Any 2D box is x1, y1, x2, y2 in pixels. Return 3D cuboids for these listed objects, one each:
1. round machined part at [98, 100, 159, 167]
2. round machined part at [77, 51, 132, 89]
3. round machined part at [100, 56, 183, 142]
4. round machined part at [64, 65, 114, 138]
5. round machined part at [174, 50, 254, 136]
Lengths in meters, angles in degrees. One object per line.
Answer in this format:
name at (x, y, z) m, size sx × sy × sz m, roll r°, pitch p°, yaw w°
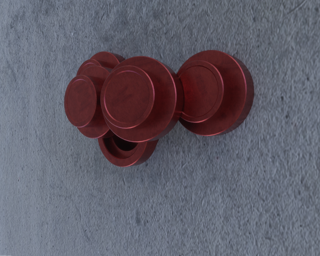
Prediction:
round machined part at (-0.039, 0.003, 0.425) m, size 0.098 × 0.042 × 0.097 m, roll 0°, pitch 90°, yaw 39°
round machined part at (-0.090, -0.067, 0.467) m, size 0.098 × 0.042 × 0.097 m, roll 0°, pitch 90°, yaw 39°
round machined part at (-0.027, -0.033, 0.348) m, size 0.098 × 0.042 × 0.097 m, roll -1°, pitch 88°, yaw 26°
round machined part at (-0.090, -0.035, 0.412) m, size 0.098 × 0.042 × 0.097 m, roll 0°, pitch 90°, yaw 39°
round machined part at (0.051, -0.040, 0.351) m, size 0.098 × 0.042 × 0.097 m, roll 0°, pitch 90°, yaw 39°
